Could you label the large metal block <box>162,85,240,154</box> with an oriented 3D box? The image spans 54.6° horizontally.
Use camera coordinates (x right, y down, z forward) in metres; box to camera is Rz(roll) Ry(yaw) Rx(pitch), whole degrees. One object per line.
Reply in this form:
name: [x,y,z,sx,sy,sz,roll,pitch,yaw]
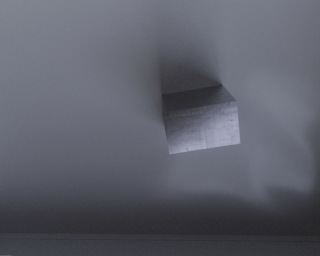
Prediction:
large metal block: [0.046,-0.013,0.377,0.080,0.080,0.050,-9,110,3]
